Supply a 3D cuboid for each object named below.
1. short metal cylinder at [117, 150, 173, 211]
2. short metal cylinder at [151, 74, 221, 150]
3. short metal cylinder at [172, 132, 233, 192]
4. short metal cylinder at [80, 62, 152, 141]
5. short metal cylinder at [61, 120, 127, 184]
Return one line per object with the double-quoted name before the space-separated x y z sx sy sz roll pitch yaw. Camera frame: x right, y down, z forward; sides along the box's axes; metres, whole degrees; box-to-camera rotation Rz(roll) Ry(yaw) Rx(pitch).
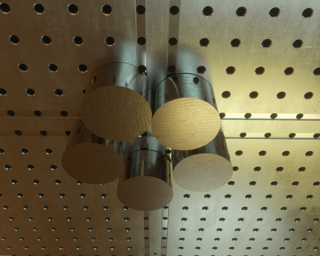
"short metal cylinder" -0.021 0.079 0.461 0.081 0.050 0.079 0 130 0
"short metal cylinder" 0.030 -0.019 0.378 0.081 0.050 0.079 0 131 0
"short metal cylinder" 0.057 0.045 0.433 0.081 0.050 0.079 0 132 0
"short metal cylinder" -0.049 -0.030 0.368 0.081 0.050 0.079 -1 130 0
"short metal cylinder" -0.087 0.032 0.421 0.081 0.050 0.079 0 131 0
